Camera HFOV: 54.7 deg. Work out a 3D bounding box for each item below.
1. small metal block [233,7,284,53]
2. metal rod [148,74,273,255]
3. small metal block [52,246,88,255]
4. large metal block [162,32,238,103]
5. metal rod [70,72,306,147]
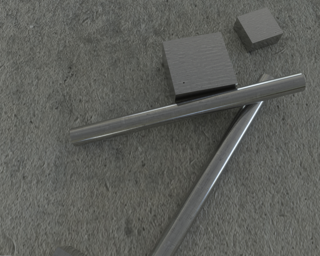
[{"bbox_3d":[0.146,-0.147,0.464,0.050,0.025,0.050,-20,71,-8],"label":"small metal block"},{"bbox_3d":[0.069,0.050,0.390,0.025,0.025,0.300,32,73,10],"label":"metal rod"},{"bbox_3d":[-0.107,0.158,0.336,0.025,0.050,0.050,28,72,9],"label":"small metal block"},{"bbox_3d":[0.051,-0.077,0.424,0.081,0.050,0.080,-11,71,-4],"label":"large metal block"},{"bbox_3d":[0.034,-0.023,0.400,0.302,0.025,0.025,-14,71,1],"label":"metal rod"}]
